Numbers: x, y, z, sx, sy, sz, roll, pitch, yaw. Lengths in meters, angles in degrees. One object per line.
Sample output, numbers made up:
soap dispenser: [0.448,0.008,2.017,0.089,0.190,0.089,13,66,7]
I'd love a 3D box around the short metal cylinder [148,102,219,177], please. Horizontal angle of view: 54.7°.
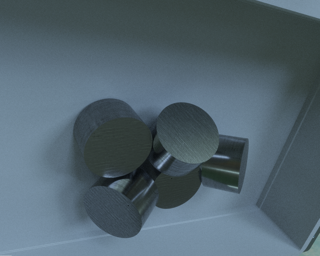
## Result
short metal cylinder: [0.026,0.015,0.386,0.081,0.080,0.050,-8,158,-25]

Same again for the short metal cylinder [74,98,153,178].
short metal cylinder: [-0.056,0.012,0.367,0.081,0.050,0.079,-14,125,-21]

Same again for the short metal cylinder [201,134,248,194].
short metal cylinder: [0.096,0.051,0.450,0.080,0.050,0.080,8,91,-68]

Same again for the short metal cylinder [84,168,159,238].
short metal cylinder: [-0.048,0.091,0.394,0.050,0.080,0.079,-49,149,-54]

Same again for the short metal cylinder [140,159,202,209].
short metal cylinder: [0.013,0.067,0.441,0.081,0.050,0.079,-14,125,-21]
